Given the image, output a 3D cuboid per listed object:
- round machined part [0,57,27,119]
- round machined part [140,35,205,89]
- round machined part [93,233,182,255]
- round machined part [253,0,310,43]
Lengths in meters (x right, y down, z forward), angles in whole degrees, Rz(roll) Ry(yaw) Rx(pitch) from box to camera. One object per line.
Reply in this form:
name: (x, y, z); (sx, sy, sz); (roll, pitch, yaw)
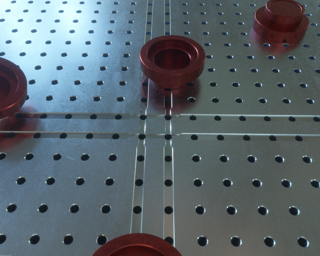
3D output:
round machined part: (-0.235, -0.050, 0.422); (0.099, 0.042, 0.098); (11, 54, -16)
round machined part: (0.019, -0.098, 0.479); (0.099, 0.042, 0.098); (0, 50, 0)
round machined part: (-0.021, 0.148, 0.272); (0.099, 0.042, 0.098); (0, 50, 0)
round machined part: (0.225, -0.203, 0.570); (0.099, 0.042, 0.098); (0, 50, 0)
